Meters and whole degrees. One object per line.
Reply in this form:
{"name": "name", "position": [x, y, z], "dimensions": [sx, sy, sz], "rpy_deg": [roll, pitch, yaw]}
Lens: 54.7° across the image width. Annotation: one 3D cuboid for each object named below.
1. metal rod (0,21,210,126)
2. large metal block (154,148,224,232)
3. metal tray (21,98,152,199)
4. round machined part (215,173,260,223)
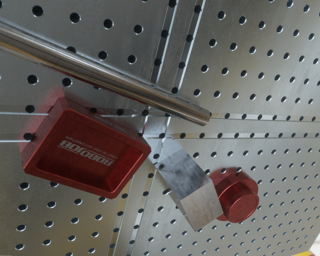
{"name": "metal rod", "position": [-0.054, -0.053, 0.349], "dimensions": [0.302, 0.025, 0.025], "rpy_deg": [19, 108, -36]}
{"name": "large metal block", "position": [0.043, 0.091, 0.457], "dimensions": [0.050, 0.080, 0.080], "rpy_deg": [-31, 129, -9]}
{"name": "metal tray", "position": [-0.086, 0.031, 0.381], "dimensions": [0.131, 0.030, 0.090], "rpy_deg": [29, 102, -38]}
{"name": "round machined part", "position": [0.140, 0.133, 0.562], "dimensions": [0.099, 0.042, 0.097], "rpy_deg": [-14, 125, -21]}
